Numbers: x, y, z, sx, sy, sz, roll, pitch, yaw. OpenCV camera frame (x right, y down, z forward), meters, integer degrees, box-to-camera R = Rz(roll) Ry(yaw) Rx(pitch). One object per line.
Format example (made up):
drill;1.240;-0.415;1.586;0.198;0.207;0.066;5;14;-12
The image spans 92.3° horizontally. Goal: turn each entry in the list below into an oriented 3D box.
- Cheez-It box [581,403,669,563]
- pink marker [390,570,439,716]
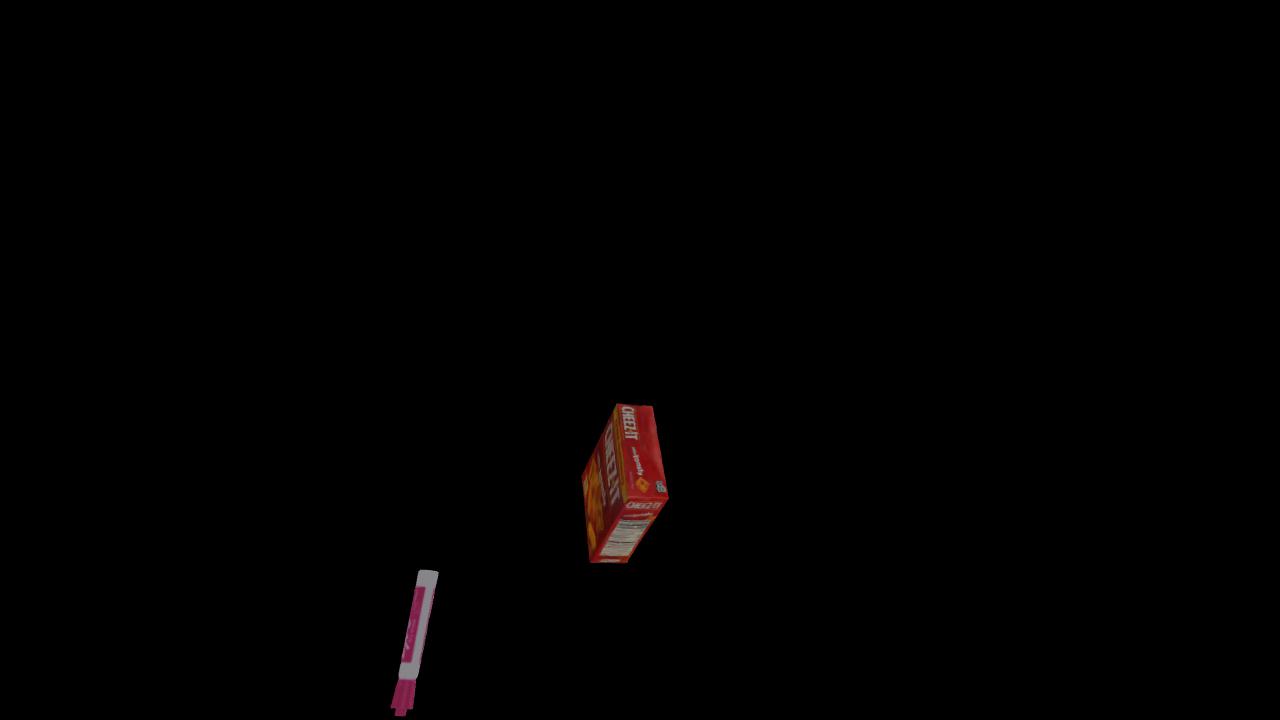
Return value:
Cheez-It box;-0.030;0.199;0.972;0.071;0.166;0.223;6;-42;-19
pink marker;-0.206;0.256;0.562;0.020;0.121;0.020;2;-28;1
